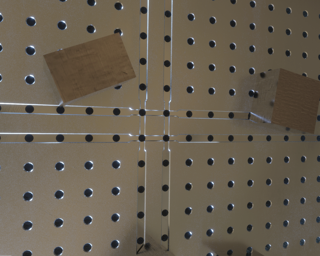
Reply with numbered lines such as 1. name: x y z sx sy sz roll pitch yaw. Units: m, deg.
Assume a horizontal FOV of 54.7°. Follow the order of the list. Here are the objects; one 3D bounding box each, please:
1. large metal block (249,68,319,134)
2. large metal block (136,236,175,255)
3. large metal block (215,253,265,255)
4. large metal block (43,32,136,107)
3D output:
1. large metal block: 0.191 -0.038 0.472 0.081 0.050 0.080 12 86 -20
2. large metal block: -0.007 0.194 0.382 0.050 0.080 0.080 44 76 -15
3. large metal block: 0.122 0.230 0.447 0.081 0.050 0.080 9 87 -20
4. large metal block: -0.083 -0.063 0.353 0.081 0.080 0.050 -23 98 -19
